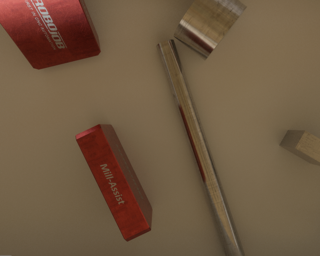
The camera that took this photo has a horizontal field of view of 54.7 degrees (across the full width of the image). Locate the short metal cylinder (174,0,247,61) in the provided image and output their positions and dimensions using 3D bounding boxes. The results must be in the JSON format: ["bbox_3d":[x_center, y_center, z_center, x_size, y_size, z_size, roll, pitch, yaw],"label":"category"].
[{"bbox_3d":[0.062,-0.131,0.385,0.050,0.080,0.080,38,90,0],"label":"short metal cylinder"}]

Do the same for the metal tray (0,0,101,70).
[{"bbox_3d":[-0.131,-0.129,0.358,0.091,0.130,0.030,-14,61,0],"label":"metal tray"}]

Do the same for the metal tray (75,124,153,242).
[{"bbox_3d":[-0.051,0.060,0.378,0.030,0.090,0.129,-26,90,0],"label":"metal tray"}]

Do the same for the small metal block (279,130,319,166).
[{"bbox_3d":[0.192,0.026,0.402,0.050,0.050,0.025,30,90,-1],"label":"small metal block"}]

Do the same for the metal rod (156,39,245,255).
[{"bbox_3d":[0.054,0.029,0.412,0.025,0.025,0.298,-18,90,0],"label":"metal rod"}]
